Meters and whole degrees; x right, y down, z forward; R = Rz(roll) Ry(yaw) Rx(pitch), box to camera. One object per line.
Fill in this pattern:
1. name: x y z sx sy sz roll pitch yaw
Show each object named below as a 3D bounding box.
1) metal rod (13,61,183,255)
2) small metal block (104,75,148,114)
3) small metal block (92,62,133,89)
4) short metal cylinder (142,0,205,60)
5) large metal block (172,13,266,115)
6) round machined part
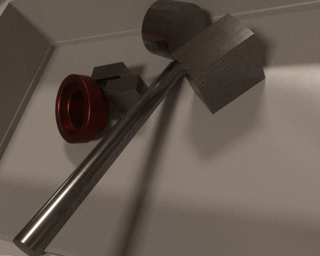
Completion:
1. metal rod: -0.042 0.005 0.347 0.025 0.025 0.301 5 40 30
2. small metal block: -0.043 -0.047 0.439 0.050 0.050 0.025 -7 59 24
3. small metal block: -0.067 -0.070 0.466 0.050 0.050 0.025 -5 60 25
4. short metal cylinder: 0.020 -0.139 0.444 0.050 0.080 0.080 27 76 37
5. large metal block: 0.073 -0.075 0.377 0.080 0.080 0.050 -35 52 5
6. round machined part: -0.109 -0.027 0.448 0.098 0.042 0.097 0 90 46
